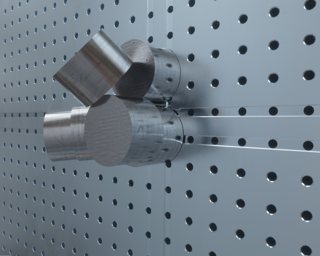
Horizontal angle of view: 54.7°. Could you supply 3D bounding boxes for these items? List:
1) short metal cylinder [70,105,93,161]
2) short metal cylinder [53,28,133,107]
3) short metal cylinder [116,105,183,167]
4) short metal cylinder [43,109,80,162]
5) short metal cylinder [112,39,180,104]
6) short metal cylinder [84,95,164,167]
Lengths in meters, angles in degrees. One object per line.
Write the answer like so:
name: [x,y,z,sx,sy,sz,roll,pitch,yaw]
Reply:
short metal cylinder: [-0.091,0.005,0.439,0.050,0.080,0.080,-5,86,-2]
short metal cylinder: [-0.078,-0.070,0.364,0.080,0.080,0.050,-30,115,36]
short metal cylinder: [-0.017,0.009,0.406,0.080,0.050,0.080,0,90,40]
short metal cylinder: [-0.143,0.010,0.483,0.050,0.080,0.080,-6,85,-2]
short metal cylinder: [-0.020,-0.072,0.409,0.080,0.050,0.079,0,90,40]
short metal cylinder: [-0.043,0.003,0.361,0.080,0.050,0.080,0,90,40]
